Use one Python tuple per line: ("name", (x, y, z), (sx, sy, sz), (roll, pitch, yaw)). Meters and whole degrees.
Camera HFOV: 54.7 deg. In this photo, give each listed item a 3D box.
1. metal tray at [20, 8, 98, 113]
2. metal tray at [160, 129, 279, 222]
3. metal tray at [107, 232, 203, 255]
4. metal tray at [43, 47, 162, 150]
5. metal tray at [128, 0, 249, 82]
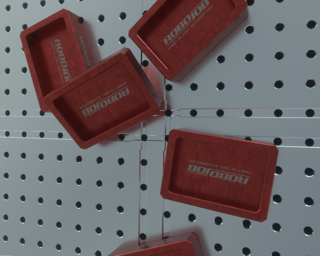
("metal tray", (-0.148, -0.097, 0.460), (0.090, 0.030, 0.129), (-20, 84, 18))
("metal tray", (0.071, 0.054, 0.384), (0.130, 0.030, 0.089), (9, 93, 19))
("metal tray", (-0.003, 0.199, 0.409), (0.130, 0.030, 0.090), (-20, 84, 18))
("metal tray", (-0.075, -0.036, 0.413), (0.130, 0.030, 0.090), (-26, 112, 17))
("metal tray", (0.034, -0.134, 0.397), (0.130, 0.030, 0.090), (-43, 77, 14))
